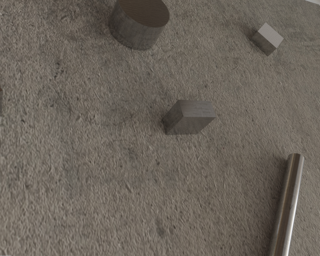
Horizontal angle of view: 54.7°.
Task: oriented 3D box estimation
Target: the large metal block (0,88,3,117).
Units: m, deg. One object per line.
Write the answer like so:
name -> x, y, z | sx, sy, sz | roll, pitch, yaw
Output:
large metal block -> -0.213, -0.038, 0.296 | 0.081, 0.050, 0.080 | -33, 80, -38

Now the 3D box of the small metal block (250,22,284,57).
small metal block -> 0.218, -0.181, 0.631 | 0.050, 0.025, 0.050 | 42, 51, 1

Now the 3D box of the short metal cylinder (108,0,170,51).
short metal cylinder -> -0.033, -0.166, 0.471 | 0.081, 0.050, 0.080 | 14, 56, -21

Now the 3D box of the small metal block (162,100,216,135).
small metal block -> 0.038, -0.013, 0.416 | 0.050, 0.050, 0.025 | 0, 62, -28

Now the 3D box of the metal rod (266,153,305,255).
metal rod -> 0.153, 0.148, 0.395 | 0.025, 0.025, 0.301 | 36, 51, -5
